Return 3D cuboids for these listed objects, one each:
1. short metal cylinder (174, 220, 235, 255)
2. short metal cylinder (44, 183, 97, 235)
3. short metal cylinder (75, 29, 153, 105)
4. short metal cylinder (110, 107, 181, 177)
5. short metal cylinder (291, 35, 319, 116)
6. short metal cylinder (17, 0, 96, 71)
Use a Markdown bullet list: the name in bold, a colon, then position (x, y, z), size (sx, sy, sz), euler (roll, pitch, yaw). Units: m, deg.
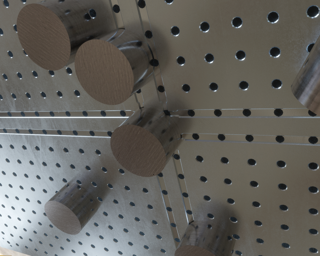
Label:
- **short metal cylinder**: position (0.069, 0.191, 0.477), size (0.080, 0.050, 0.079), euler (13, 124, 21)
- **short metal cylinder**: position (-0.165, 0.150, 0.575), size (0.080, 0.050, 0.079), euler (13, 124, 21)
- **short metal cylinder**: position (-0.055, -0.075, 0.378), size (0.080, 0.050, 0.079), euler (13, 124, 21)
- **short metal cylinder**: position (-0.019, 0.019, 0.417), size (0.080, 0.050, 0.079), euler (13, 124, 21)
- **short metal cylinder**: position (0.163, -0.041, 0.264), size (0.080, 0.080, 0.050), euler (26, 128, 12)
- **short metal cylinder**: position (-0.130, -0.119, 0.390), size (0.080, 0.050, 0.079), euler (13, 124, 21)
